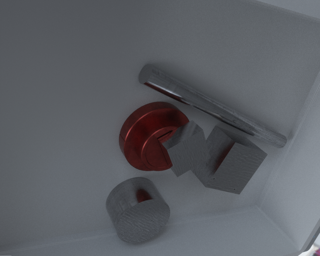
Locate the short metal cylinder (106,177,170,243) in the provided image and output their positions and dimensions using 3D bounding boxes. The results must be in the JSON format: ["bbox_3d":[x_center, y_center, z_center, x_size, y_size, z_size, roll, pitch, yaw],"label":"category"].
[{"bbox_3d":[-0.032,0.119,0.450,0.081,0.050,0.079,-14,125,-21],"label":"short metal cylinder"}]

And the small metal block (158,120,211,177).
[{"bbox_3d":[0.031,0.026,0.389,0.050,0.025,0.050,-29,129,-11],"label":"small metal block"}]

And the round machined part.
[{"bbox_3d":[-0.001,0.018,0.410,0.099,0.042,0.097,-14,125,-21],"label":"round machined part"}]

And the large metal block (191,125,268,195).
[{"bbox_3d":[0.106,0.052,0.485,0.080,0.050,0.080,19,108,-36],"label":"large metal block"}]

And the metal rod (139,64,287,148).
[{"bbox_3d":[0.096,-0.020,0.451,0.302,0.025,0.025,21,107,-36],"label":"metal rod"}]
